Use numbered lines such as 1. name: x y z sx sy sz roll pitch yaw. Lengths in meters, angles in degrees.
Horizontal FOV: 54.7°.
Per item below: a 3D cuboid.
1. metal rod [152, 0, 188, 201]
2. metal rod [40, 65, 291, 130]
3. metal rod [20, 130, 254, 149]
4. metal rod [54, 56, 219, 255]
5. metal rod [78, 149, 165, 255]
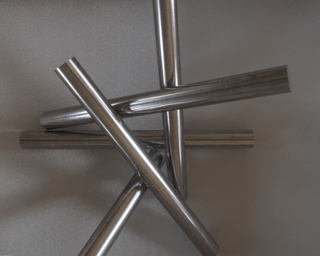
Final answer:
1. metal rod: 0.013 -0.044 0.353 0.025 0.025 0.298 -5 114 0
2. metal rod: -0.018 -0.027 0.344 0.300 0.025 0.025 -7 90 27
3. metal rod: -0.029 0.015 0.410 0.302 0.025 0.025 0 90 0
4. metal rod: -0.015 0.049 0.364 0.025 0.025 0.299 -36 109 0
5. metal rod: -0.073 0.136 0.325 0.025 0.025 0.301 35 54 0
